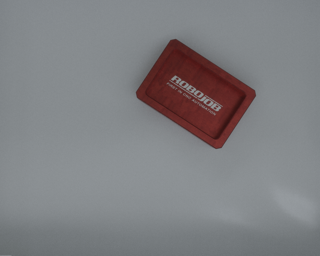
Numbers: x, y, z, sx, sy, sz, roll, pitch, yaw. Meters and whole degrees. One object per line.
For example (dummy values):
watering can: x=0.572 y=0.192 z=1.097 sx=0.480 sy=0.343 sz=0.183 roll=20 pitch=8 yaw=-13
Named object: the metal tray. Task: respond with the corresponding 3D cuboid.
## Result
metal tray: x=0.046 y=-0.043 z=0.409 sx=0.130 sy=0.030 sz=0.090 roll=33 pitch=90 yaw=0
